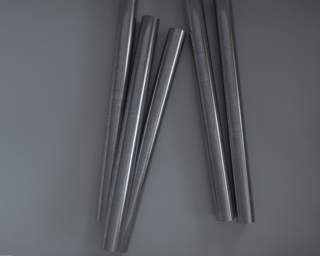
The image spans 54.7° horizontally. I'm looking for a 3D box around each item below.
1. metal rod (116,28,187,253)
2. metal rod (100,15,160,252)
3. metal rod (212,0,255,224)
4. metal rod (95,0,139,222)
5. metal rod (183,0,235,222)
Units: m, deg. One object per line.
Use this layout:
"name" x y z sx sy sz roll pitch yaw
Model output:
"metal rod" -0.016 0.016 0.411 0.025 0.025 0.298 15 90 -1
"metal rod" -0.037 0.002 0.397 0.025 0.025 0.298 10 85 -1
"metal rod" 0.098 -0.025 0.412 0.025 0.025 0.298 -6 90 -1
"metal rod" -0.056 -0.028 0.410 0.025 0.025 0.298 6 90 -1
"metal rod" 0.065 -0.027 0.412 0.025 0.025 0.298 -9 90 0
